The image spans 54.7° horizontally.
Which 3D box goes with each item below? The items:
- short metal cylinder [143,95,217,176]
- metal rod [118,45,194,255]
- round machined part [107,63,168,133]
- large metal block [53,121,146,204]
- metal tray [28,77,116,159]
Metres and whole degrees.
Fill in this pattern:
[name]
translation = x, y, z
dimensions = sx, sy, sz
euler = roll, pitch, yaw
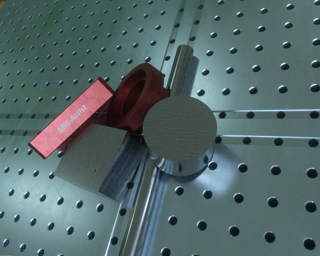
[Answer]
[short metal cylinder]
translation = 0.023, 0.010, 0.357
dimensions = 0.080, 0.050, 0.080
euler = -2, 64, 4
[metal rod]
translation = 0.001, 0.016, 0.398
dimensions = 0.025, 0.025, 0.300
euler = 1, 62, 29
[round machined part]
translation = -0.026, -0.035, 0.416
dimensions = 0.098, 0.042, 0.098
euler = -37, 36, 34
[large metal block]
translation = -0.078, 0.043, 0.407
dimensions = 0.080, 0.050, 0.080
euler = 11, 67, 32
[metal tray]
translation = -0.123, -0.018, 0.449
dimensions = 0.130, 0.030, 0.090
euler = -44, 13, -2
